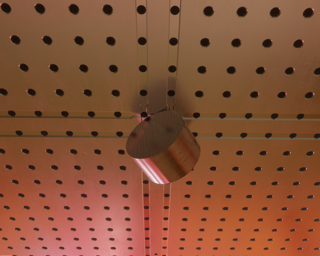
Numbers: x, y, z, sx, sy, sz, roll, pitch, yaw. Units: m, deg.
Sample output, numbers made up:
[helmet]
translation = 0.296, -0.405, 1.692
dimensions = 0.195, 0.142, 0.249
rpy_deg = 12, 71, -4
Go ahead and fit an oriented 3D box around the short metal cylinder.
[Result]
[short metal cylinder]
translation = 0.004, 0.024, 0.394
dimensions = 0.080, 0.080, 0.050
rpy_deg = -22, 126, 18
